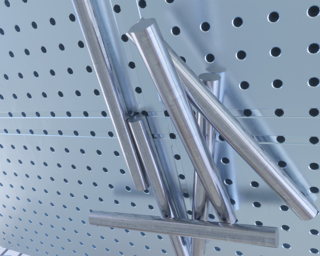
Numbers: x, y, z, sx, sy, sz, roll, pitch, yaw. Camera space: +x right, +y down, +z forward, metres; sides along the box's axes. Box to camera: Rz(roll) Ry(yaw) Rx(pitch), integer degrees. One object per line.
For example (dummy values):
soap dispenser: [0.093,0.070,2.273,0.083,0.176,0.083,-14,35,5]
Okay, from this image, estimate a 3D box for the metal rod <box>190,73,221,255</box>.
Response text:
metal rod: [0.058,0.070,0.424,0.025,0.025,0.298,12,124,21]

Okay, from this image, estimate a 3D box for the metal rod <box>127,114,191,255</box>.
metal rod: [0.009,0.118,0.479,0.025,0.025,0.299,-3,117,30]

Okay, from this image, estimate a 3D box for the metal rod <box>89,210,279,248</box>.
metal rod: [0.016,0.145,0.459,0.300,0.025,0.025,-4,116,30]

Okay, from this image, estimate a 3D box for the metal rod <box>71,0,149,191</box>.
metal rod: [-0.062,-0.041,0.419,0.025,0.025,0.299,-1,118,28]

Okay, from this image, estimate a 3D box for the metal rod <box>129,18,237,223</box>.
metal rod: [0.041,0.020,0.354,0.025,0.025,0.299,-3,132,30]

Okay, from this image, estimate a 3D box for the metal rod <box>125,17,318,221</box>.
metal rod: [0.078,0.001,0.345,0.300,0.025,0.025,45,130,-14]
